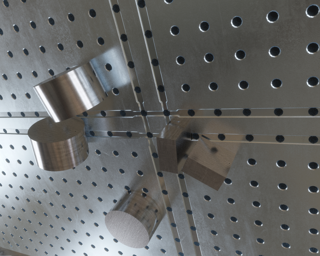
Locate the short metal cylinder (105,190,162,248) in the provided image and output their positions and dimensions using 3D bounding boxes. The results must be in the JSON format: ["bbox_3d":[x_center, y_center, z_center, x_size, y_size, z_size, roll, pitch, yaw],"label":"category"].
[{"bbox_3d":[-0.043,0.150,0.510,0.080,0.050,0.079,13,124,21],"label":"short metal cylinder"}]

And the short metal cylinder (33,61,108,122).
[{"bbox_3d":[-0.116,-0.049,0.407,0.080,0.080,0.050,-12,112,33],"label":"short metal cylinder"}]

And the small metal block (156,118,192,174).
[{"bbox_3d":[0.020,0.022,0.399,0.025,0.050,0.050,9,122,24],"label":"small metal block"}]

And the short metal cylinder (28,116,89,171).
[{"bbox_3d":[-0.152,0.021,0.469,0.080,0.080,0.050,12,124,21],"label":"short metal cylinder"}]

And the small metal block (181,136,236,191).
[{"bbox_3d":[0.062,0.043,0.389,0.050,0.050,0.025,28,128,10],"label":"small metal block"}]
